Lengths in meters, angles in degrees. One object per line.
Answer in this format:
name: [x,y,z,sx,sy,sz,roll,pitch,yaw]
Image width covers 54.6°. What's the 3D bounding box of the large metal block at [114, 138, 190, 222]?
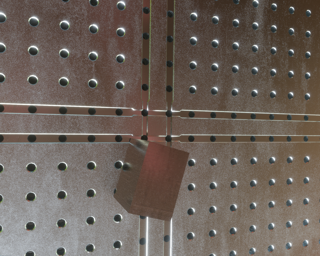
large metal block: [-0.013,0.059,0.378,0.050,0.080,0.080,18,84,-19]
